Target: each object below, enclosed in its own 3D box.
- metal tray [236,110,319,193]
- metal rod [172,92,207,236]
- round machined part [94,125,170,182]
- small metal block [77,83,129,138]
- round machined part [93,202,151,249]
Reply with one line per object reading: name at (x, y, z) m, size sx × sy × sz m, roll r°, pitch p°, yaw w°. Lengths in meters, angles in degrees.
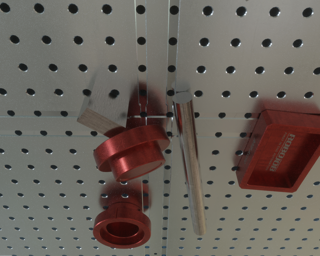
metal tray at (0.171, 0.038, 0.441) m, size 0.091 × 0.030 × 0.129 m, roll 6°, pitch 130°, yaw -5°
metal rod at (0.051, 0.075, 0.475) m, size 0.025 × 0.025 × 0.298 m, roll -7°, pitch 130°, yaw 6°
round machined part at (-0.032, 0.037, 0.399) m, size 0.099 × 0.042 × 0.098 m, roll -21°, pitch 163°, yaw -7°
small metal block at (-0.068, -0.020, 0.377) m, size 0.050 × 0.050 × 0.025 m, roll 29°, pitch 124°, yaw -23°
round machined part at (-0.065, 0.167, 0.542) m, size 0.099 × 0.042 × 0.097 m, roll 0°, pitch 130°, yaw 0°
